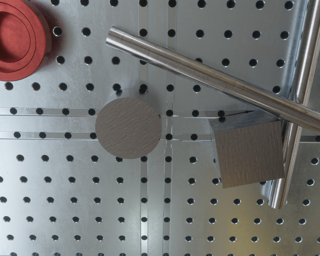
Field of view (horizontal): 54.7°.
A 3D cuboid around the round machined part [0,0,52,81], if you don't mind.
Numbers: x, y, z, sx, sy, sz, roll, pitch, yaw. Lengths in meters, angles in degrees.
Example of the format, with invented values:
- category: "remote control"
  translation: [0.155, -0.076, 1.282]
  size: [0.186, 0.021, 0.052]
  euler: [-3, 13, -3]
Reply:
- category: "round machined part"
  translation: [-0.176, -0.107, 0.363]
  size: [0.099, 0.042, 0.097]
  euler: [0, 110, 0]

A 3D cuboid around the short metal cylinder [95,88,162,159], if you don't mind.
- category: "short metal cylinder"
  translation: [-0.038, -0.007, 0.397]
  size: [0.081, 0.050, 0.079]
  euler: [0, 110, 0]

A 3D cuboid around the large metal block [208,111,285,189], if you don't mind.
- category: "large metal block"
  translation: [0.113, 0.026, 0.411]
  size: [0.080, 0.050, 0.079]
  euler: [-11, 110, 4]

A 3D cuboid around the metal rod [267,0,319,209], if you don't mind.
- category: "metal rod"
  translation: [0.178, -0.028, 0.404]
  size: [0.025, 0.025, 0.298]
  euler: [2, 110, -1]

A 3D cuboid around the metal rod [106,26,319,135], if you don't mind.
- category: "metal rod"
  translation: [0.079, -0.054, 0.377]
  size: [0.301, 0.025, 0.025]
  euler: [22, 109, -2]
